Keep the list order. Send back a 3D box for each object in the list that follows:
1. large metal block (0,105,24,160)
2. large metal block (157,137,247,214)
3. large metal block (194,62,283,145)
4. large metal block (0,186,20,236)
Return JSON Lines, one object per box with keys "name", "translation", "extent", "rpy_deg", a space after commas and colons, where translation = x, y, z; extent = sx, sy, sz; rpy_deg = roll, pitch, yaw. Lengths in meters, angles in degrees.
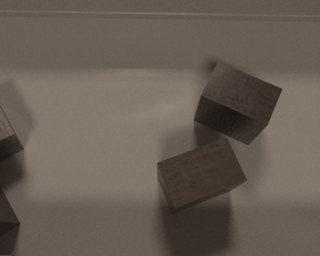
{"name": "large metal block", "translation": [-0.231, 0.004, 0.385], "extent": [0.081, 0.050, 0.080], "rpy_deg": [-29, 73, -21]}
{"name": "large metal block", "translation": [0.043, 0.059, 0.360], "extent": [0.081, 0.080, 0.050], "rpy_deg": [-20, 72, -7]}
{"name": "large metal block", "translation": [0.094, -0.028, 0.392], "extent": [0.080, 0.080, 0.050], "rpy_deg": [25, 72, 8]}
{"name": "large metal block", "translation": [-0.214, 0.086, 0.346], "extent": [0.050, 0.080, 0.080], "rpy_deg": [-34, 74, -12]}
